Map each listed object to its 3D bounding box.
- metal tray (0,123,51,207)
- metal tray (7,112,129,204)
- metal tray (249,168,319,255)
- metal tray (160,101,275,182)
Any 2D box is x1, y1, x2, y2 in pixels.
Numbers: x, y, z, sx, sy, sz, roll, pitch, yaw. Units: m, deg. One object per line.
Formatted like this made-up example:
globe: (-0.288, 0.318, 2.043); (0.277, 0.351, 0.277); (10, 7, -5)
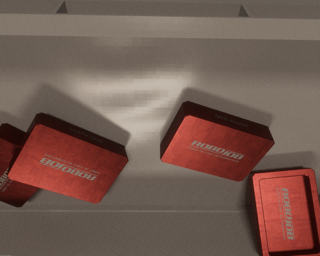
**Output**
metal tray: (-0.216, 0.060, 0.453); (0.090, 0.030, 0.129); (32, 123, -25)
metal tray: (-0.121, 0.045, 0.417); (0.131, 0.030, 0.090); (25, 109, -28)
metal tray: (0.188, 0.128, 0.461); (0.091, 0.129, 0.030); (-6, 173, 4)
metal tray: (0.076, 0.022, 0.426); (0.131, 0.030, 0.089); (16, 128, -14)
